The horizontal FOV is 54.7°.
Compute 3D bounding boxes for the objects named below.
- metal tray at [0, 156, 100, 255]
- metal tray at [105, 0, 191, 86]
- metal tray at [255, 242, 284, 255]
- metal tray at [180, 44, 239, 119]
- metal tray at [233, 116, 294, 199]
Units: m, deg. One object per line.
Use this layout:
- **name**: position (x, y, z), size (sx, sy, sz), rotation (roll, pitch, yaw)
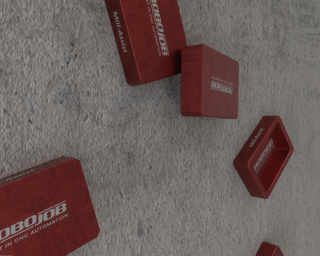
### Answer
- **metal tray**: position (-0.130, 0.090, 0.293), size (0.131, 0.030, 0.089), rotation (-22, 104, -38)
- **metal tray**: position (-0.013, -0.126, 0.390), size (0.091, 0.030, 0.129), rotation (-23, 105, -37)
- **metal tray**: position (0.188, 0.287, 0.559), size (0.131, 0.030, 0.090), rotation (-47, 118, -30)
- **metal tray**: position (0.075, -0.059, 0.440), size (0.131, 0.030, 0.089), rotation (1, 91, -56)
- **metal tray**: position (0.191, 0.050, 0.561), size (0.130, 0.030, 0.090), rotation (-48, 119, -29)
